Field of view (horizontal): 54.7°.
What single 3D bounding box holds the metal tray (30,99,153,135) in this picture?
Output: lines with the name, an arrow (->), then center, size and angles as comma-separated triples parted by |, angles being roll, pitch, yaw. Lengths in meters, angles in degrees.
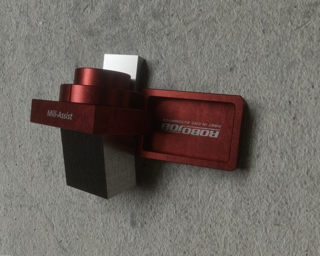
metal tray -> -0.086, -0.014, 0.387 | 0.130, 0.091, 0.030 | 8, 94, 38

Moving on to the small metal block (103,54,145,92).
small metal block -> -0.051, -0.074, 0.428 | 0.050, 0.025, 0.050 | 7, 92, 19

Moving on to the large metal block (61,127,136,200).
large metal block -> -0.080, 0.038, 0.404 | 0.080, 0.050, 0.079 | 7, 106, 37

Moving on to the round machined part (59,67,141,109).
round machined part -> -0.072, -0.048, 0.384 | 0.098, 0.098, 0.042 | 7, 92, 19

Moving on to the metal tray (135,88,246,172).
metal tray -> 0.037, 0.000, 0.394 | 0.130, 0.030, 0.089 | 7, 92, 19
